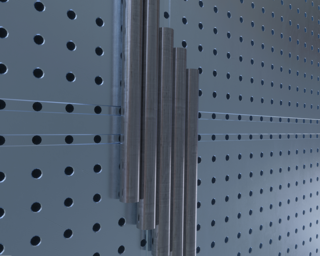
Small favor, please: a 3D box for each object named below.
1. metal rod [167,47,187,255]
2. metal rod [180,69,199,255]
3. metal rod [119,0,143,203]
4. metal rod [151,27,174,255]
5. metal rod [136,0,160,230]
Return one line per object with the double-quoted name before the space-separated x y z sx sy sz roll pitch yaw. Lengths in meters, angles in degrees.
"metal rod" 0.022 0.040 0.429 0.025 0.025 0.298 2 89 -40
"metal rod" 0.041 0.066 0.445 0.025 0.025 0.298 2 89 -40
"metal rod" -0.035 -0.060 0.381 0.025 0.025 0.298 1 89 -40
"metal rod" 0.004 0.018 0.413 0.025 0.025 0.298 2 89 -40
"metal rod" -0.015 -0.023 0.397 0.025 0.025 0.298 2 89 -40
